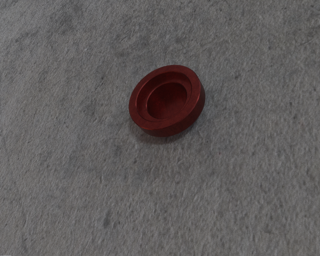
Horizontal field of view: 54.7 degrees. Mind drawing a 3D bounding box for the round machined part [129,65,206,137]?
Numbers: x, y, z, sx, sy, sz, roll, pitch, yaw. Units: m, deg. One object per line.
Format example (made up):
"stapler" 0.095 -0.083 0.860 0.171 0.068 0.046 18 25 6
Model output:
"round machined part" 0.012 -0.031 0.404 0.098 0.042 0.098 -13 56 20
